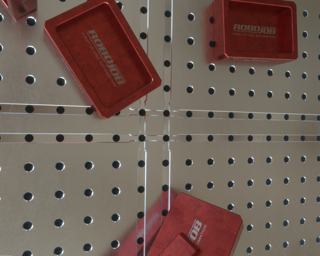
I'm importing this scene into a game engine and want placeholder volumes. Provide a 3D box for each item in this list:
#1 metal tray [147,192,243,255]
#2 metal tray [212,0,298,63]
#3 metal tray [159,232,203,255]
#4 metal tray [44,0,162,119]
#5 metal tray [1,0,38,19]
[{"bbox_3d":[0.038,0.155,0.380,0.130,0.090,0.030,-60,151,-24],"label":"metal tray"},{"bbox_3d":[0.144,-0.146,0.464,0.131,0.030,0.089,-3,91,-21],"label":"metal tray"},{"bbox_3d":[0.001,0.200,0.385,0.130,0.030,0.090,-43,143,-15],"label":"metal tray"},{"bbox_3d":[-0.069,-0.087,0.384,0.090,0.030,0.130,-34,102,-17],"label":"metal tray"},{"bbox_3d":[-0.160,-0.171,0.297,0.030,0.130,0.090,-38,103,-16],"label":"metal tray"}]
